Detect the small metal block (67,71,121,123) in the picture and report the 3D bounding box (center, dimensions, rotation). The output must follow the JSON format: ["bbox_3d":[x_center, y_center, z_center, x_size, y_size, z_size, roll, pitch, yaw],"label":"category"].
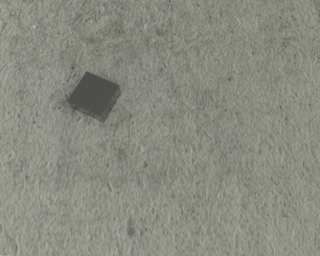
[{"bbox_3d":[-0.088,-0.042,0.423,0.050,0.025,0.050,24,72,8],"label":"small metal block"}]
